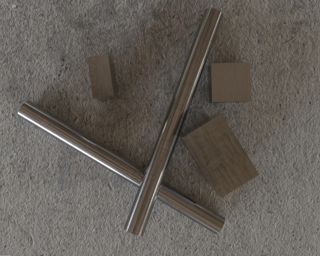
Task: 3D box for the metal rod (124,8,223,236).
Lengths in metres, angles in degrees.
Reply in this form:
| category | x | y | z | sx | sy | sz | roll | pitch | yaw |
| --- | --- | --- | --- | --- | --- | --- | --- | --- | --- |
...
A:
| category | x | y | z | sx | sy | sz | roll | pitch | yaw |
| --- | --- | --- | --- | --- | --- | --- | --- | --- | --- |
| metal rod | 0.020 | -0.013 | 0.394 | 0.025 | 0.025 | 0.299 | 20 | 83 | -1 |

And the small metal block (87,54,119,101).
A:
| category | x | y | z | sx | sy | sz | roll | pitch | yaw |
| --- | --- | --- | --- | --- | --- | --- | --- | --- | --- |
| small metal block | -0.072 | -0.062 | 0.397 | 0.025 | 0.050 | 0.050 | -8 | 90 | 0 |

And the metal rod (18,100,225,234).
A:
| category | x | y | z | sx | sy | sz | roll | pitch | yaw |
| --- | --- | --- | --- | --- | --- | --- | --- | --- | --- |
| metal rod | -0.049 | 0.052 | 0.409 | 0.301 | 0.025 | 0.025 | 31 | 90 | -1 |

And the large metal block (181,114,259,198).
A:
| category | x | y | z | sx | sy | sz | roll | pitch | yaw |
| --- | --- | --- | --- | --- | --- | --- | --- | --- | --- |
| large metal block | 0.068 | 0.031 | 0.383 | 0.050 | 0.080 | 0.080 | -32 | 90 | 0 |

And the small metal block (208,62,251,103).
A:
| category | x | y | z | sx | sy | sz | roll | pitch | yaw |
| --- | --- | --- | --- | --- | --- | --- | --- | --- | --- |
| small metal block | 0.092 | -0.059 | 0.411 | 0.050 | 0.025 | 0.050 | -2 | 90 | -1 |
